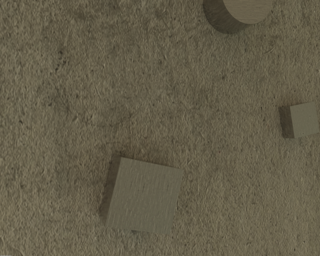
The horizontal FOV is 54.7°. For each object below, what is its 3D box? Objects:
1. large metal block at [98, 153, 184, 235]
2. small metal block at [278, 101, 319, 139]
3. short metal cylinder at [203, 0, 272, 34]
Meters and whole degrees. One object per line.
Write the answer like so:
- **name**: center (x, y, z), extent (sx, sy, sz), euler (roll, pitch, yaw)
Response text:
- **large metal block**: center (-0.025, 0.081, 0.387), extent (0.081, 0.050, 0.080), euler (14, 85, -20)
- **small metal block**: center (0.220, -0.013, 0.491), extent (0.050, 0.025, 0.050), euler (-11, 94, -20)
- **short metal cylinder**: center (0.108, -0.179, 0.436), extent (0.081, 0.050, 0.080), euler (0, 90, -20)
